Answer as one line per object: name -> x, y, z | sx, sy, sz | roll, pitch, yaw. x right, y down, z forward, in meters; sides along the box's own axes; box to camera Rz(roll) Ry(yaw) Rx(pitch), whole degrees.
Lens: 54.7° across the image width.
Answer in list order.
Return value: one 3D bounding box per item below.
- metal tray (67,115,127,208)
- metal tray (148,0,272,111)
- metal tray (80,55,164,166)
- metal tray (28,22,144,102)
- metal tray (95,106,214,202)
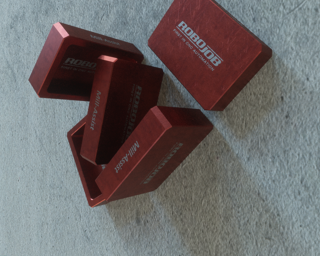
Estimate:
metal tray -> -0.091, 0.044, 0.475 | 0.090, 0.030, 0.130 | -35, 69, 34
metal tray -> 0.051, -0.094, 0.360 | 0.090, 0.030, 0.130 | -52, 60, 27
metal tray -> -0.047, -0.021, 0.400 | 0.030, 0.091, 0.129 | 21, 103, 38
metal tray -> -0.093, -0.079, 0.413 | 0.030, 0.131, 0.090 | 51, 119, 27
metal tray -> -0.007, 0.032, 0.368 | 0.129, 0.091, 0.030 | -51, 61, 28
